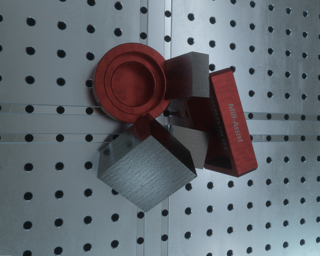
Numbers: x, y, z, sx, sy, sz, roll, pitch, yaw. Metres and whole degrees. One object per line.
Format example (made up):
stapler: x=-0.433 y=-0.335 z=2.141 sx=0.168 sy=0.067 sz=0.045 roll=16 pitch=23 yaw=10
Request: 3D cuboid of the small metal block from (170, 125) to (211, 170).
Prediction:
small metal block: x=0.037 y=0.026 z=0.422 sx=0.050 sy=0.025 sz=0.050 roll=12 pitch=90 yaw=-9

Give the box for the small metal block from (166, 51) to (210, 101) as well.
small metal block: x=0.032 y=-0.059 z=0.368 sx=0.025 sy=0.050 sz=0.050 roll=0 pitch=89 yaw=-35

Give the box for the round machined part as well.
round machined part: x=-0.036 y=-0.054 z=0.391 sx=0.099 sy=0.042 sz=0.097 roll=0 pitch=90 yaw=-21

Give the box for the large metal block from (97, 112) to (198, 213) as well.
large metal block: x=-0.016 y=0.042 z=0.370 sx=0.080 sy=0.050 sz=0.080 roll=-38 pitch=118 yaw=16

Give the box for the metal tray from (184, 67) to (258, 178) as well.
metal tray: x=0.074 y=-0.006 z=0.407 sx=0.030 sy=0.090 sz=0.129 roll=-19 pitch=97 yaw=-19
